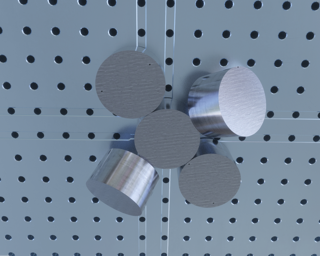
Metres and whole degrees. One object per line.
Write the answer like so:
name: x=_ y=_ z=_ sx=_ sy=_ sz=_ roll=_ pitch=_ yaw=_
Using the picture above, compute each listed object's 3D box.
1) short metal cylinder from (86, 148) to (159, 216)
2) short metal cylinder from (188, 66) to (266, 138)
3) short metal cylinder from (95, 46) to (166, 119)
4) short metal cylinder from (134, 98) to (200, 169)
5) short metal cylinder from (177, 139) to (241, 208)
short metal cylinder: x=-0.048 y=0.071 z=0.404 sx=0.080 sy=0.050 sz=0.080 roll=21 pitch=147 yaw=15
short metal cylinder: x=0.080 y=-0.029 z=0.369 sx=0.081 sy=0.050 sz=0.080 roll=3 pitch=85 yaw=-35
short metal cylinder: x=-0.034 y=-0.057 z=0.378 sx=0.081 sy=0.050 sz=0.079 roll=0 pitch=110 yaw=-1
short metal cylinder: x=0.009 y=0.006 z=0.402 sx=0.081 sy=0.050 sz=0.079 roll=0 pitch=110 yaw=-1
short metal cylinder: x=0.064 y=0.061 z=0.423 sx=0.081 sy=0.050 sz=0.079 roll=0 pitch=110 yaw=-1
